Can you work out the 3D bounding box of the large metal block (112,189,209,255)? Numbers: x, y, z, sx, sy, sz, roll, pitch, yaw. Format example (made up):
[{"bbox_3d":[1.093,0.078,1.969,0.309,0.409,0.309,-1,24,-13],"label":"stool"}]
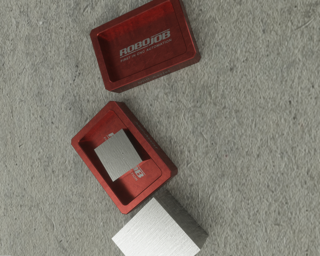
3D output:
[{"bbox_3d":[0.001,0.139,0.395,0.080,0.050,0.080,46,104,14],"label":"large metal block"}]

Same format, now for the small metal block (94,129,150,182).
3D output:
[{"bbox_3d":[-0.051,0.035,0.412,0.050,0.025,0.050,-36,79,16],"label":"small metal block"}]

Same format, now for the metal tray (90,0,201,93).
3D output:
[{"bbox_3d":[-0.021,-0.110,0.412,0.130,0.030,0.090,-19,84,18],"label":"metal tray"}]

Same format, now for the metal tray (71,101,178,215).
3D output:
[{"bbox_3d":[-0.050,0.038,0.422,0.090,0.030,0.130,-43,77,14],"label":"metal tray"}]
